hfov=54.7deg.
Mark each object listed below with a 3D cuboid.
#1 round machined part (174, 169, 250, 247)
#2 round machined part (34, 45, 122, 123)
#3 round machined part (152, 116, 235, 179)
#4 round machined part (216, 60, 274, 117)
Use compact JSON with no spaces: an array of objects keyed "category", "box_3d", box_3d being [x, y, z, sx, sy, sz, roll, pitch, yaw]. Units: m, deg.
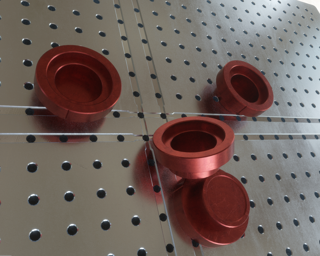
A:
[{"category":"round machined part","box_3d":[0.070,0.092,0.381,0.099,0.042,0.098,14,56,-21]},{"category":"round machined part","box_3d":[-0.100,-0.049,0.374,0.099,0.042,0.098,14,56,-21]},{"category":"round machined part","box_3d":[0.042,0.026,0.384,0.099,0.042,0.098,-5,29,3]},{"category":"round machined part","box_3d":[0.133,-0.059,0.508,0.099,0.042,0.098,14,56,-21]}]
